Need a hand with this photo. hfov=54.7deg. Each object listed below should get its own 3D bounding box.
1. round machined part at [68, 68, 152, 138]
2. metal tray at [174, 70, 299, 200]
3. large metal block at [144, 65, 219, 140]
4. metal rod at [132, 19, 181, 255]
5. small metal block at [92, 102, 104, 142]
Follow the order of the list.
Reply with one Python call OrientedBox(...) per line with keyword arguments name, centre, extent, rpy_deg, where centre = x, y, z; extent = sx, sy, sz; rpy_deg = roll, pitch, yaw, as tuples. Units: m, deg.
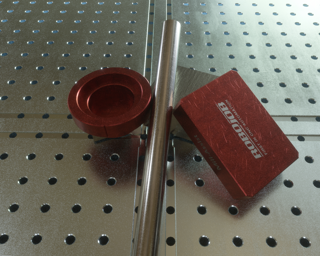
OrientedBox(name="round machined part", centre=(-0.058, -0.026, 0.378), extent=(0.099, 0.042, 0.098), rpy_deg=(-2, 51, 2))
OrientedBox(name="metal tray", centre=(0.088, 0.006, 0.363), extent=(0.091, 0.030, 0.130), rpy_deg=(-32, 82, -23))
OrientedBox(name="large metal block", centre=(0.030, -0.036, 0.417), extent=(0.080, 0.050, 0.080), rpy_deg=(18, 52, 14))
OrientedBox(name="metal rod", centre=(0.000, 0.000, 0.351), extent=(0.025, 0.025, 0.299), rpy_deg=(5, 66, 4))
OrientedBox(name="small metal block", centre=(-0.072, -0.015, 0.416), extent=(0.050, 0.025, 0.050), rpy_deg=(-17, 52, -14))
